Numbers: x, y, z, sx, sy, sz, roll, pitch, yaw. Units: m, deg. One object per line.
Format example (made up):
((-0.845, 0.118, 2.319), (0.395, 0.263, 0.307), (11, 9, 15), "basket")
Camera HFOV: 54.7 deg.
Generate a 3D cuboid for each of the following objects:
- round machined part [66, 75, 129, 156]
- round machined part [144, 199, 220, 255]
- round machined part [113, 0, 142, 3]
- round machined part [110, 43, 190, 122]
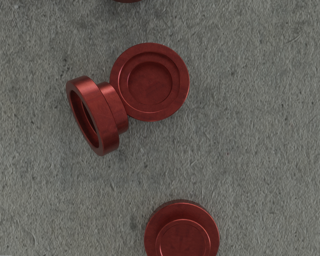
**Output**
((-0.073, -0.018, 0.378), (0.042, 0.098, 0.098), (-26, 90, -24), "round machined part")
((0.028, 0.146, 0.402), (0.099, 0.042, 0.097), (0, 90, 0), "round machined part")
((-0.042, -0.210, 0.401), (0.099, 0.042, 0.097), (0, 90, 0), "round machined part")
((-0.013, -0.056, 0.401), (0.099, 0.042, 0.097), (0, 89, -1), "round machined part")
